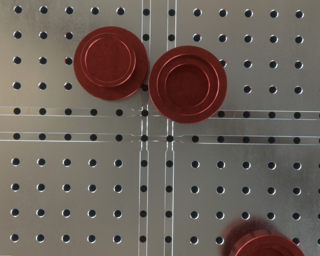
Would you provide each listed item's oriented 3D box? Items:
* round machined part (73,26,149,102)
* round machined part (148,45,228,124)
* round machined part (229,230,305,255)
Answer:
[{"bbox_3d":[-0.064,-0.085,0.404,0.099,0.042,0.097,0,90,0],"label":"round machined part"},{"bbox_3d":[0.035,-0.054,0.405,0.099,0.042,0.097,0,90,0],"label":"round machined part"},{"bbox_3d":[0.137,0.181,0.406,0.099,0.042,0.097,0,90,0],"label":"round machined part"}]
